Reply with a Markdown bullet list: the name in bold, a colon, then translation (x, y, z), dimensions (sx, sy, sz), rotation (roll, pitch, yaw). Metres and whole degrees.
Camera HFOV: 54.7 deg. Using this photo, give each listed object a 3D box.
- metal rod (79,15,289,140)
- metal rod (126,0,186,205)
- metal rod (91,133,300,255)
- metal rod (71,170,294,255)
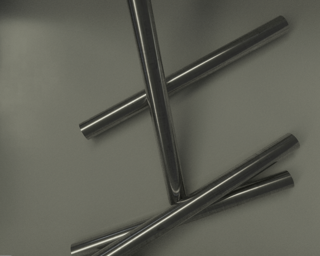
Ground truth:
- **metal rod**: translation (0.032, -0.067, 0.411), dimensions (0.301, 0.025, 0.025), rotation (-28, 90, -1)
- **metal rod**: translation (-0.003, -0.039, 0.358), dimensions (0.025, 0.025, 0.298), rotation (-12, 112, 0)
- **metal rod**: translation (0.049, 0.092, 0.392), dimensions (0.301, 0.025, 0.025), rotation (-30, 90, -8)
- **metal rod**: translation (0.030, 0.117, 0.411), dimensions (0.302, 0.025, 0.025), rotation (-19, 90, -1)
